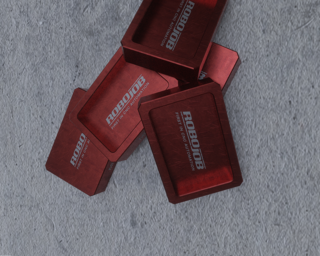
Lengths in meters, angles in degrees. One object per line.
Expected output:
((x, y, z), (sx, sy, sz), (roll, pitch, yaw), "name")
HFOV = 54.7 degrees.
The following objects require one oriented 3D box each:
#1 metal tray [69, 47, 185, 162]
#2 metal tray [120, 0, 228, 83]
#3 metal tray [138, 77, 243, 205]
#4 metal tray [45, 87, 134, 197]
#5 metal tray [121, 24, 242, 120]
((-0.043, -0.032, 0.390), (0.090, 0.030, 0.130), (43, 103, 14), "metal tray")
((0.021, -0.125, 0.363), (0.090, 0.030, 0.130), (20, 69, 8), "metal tray")
((0.036, 0.017, 0.358), (0.090, 0.030, 0.129), (-17, 109, 2), "metal tray")
((-0.100, 0.019, 0.441), (0.090, 0.030, 0.129), (26, 98, 17), "metal tray")
((0.025, -0.076, 0.398), (0.130, 0.030, 0.090), (28, 99, 17), "metal tray")
